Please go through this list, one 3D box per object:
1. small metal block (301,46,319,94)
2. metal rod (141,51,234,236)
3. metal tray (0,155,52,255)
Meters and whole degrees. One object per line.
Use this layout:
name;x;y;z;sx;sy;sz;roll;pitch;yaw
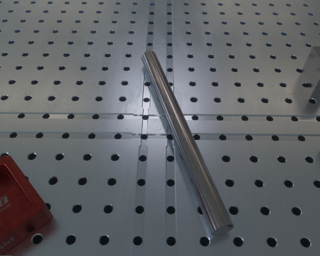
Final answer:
small metal block;0.242;-0.087;0.466;0.025;0.050;0.050;-2;50;-2
metal rod;0.023;-0.005;0.411;0.025;0.025;0.300;-12;51;-10
metal tray;-0.194;0.097;0.321;0.131;0.030;0.090;-35;58;-26
